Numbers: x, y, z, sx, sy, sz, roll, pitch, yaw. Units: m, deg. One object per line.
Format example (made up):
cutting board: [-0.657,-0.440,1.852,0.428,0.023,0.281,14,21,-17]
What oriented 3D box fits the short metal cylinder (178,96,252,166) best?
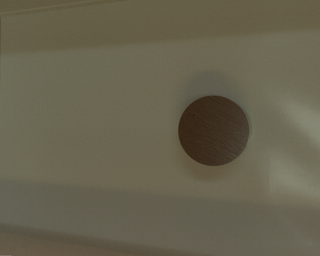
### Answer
short metal cylinder: [0.068,0.003,0.373,0.080,0.050,0.080,0,90,20]
